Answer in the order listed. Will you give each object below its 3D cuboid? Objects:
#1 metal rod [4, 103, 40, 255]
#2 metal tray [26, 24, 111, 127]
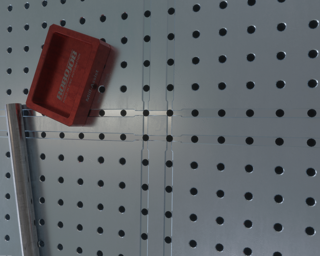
[{"bbox_3d":[-0.214,0.110,0.487,0.025,0.025,0.298,-9,87,20],"label":"metal rod"},{"bbox_3d":[-0.137,-0.077,0.458,0.090,0.030,0.129,23,97,18],"label":"metal tray"}]
